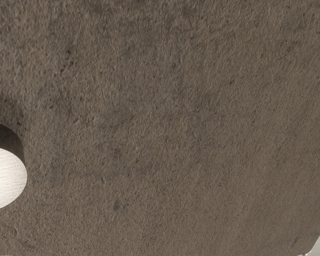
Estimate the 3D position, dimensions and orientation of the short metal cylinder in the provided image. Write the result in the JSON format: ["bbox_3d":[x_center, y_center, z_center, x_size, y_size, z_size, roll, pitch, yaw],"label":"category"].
[{"bbox_3d":[-0.182,0.039,0.316,0.081,0.050,0.079,-14,125,-21],"label":"short metal cylinder"}]
